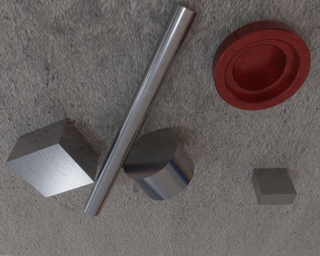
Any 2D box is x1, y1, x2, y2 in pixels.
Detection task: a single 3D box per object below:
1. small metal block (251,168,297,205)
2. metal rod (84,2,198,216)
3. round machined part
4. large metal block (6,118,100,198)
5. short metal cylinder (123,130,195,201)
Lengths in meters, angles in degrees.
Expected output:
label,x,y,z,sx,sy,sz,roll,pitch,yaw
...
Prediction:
label,x,y,z,sx,sy,sz,roll,pitch,yaw
small metal block,0.171,0.088,0.469,0.050,0.050,0.025,-1,130,0
metal rod,-0.035,-0.002,0.374,0.025,0.025,0.298,19,118,-16
round machined part,0.106,-0.070,0.338,0.099,0.042,0.097,-1,130,0
large metal block,-0.142,0.043,0.425,0.080,0.050,0.080,-19,128,15
short metal cylinder,-0.001,0.049,0.413,0.080,0.080,0.050,-23,127,18
